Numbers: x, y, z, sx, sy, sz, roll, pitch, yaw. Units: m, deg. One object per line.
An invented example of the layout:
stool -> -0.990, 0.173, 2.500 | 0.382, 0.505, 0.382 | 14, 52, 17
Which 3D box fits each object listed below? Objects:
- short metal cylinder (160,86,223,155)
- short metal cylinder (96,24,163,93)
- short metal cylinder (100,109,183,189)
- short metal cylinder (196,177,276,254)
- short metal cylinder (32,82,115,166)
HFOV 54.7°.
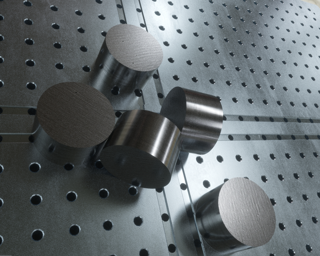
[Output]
short metal cylinder -> 0.036, -0.009, 0.397 | 0.050, 0.080, 0.080 | 11, 57, -22
short metal cylinder -> -0.043, -0.095, 0.427 | 0.081, 0.050, 0.080 | 14, 56, -21
short metal cylinder -> -0.020, 0.025, 0.347 | 0.080, 0.080, 0.050 | 29, 52, -10
short metal cylinder -> 0.091, 0.106, 0.376 | 0.081, 0.050, 0.080 | 14, 56, -21
short metal cylinder -> -0.096, -0.004, 0.343 | 0.081, 0.050, 0.080 | 14, 56, -21
